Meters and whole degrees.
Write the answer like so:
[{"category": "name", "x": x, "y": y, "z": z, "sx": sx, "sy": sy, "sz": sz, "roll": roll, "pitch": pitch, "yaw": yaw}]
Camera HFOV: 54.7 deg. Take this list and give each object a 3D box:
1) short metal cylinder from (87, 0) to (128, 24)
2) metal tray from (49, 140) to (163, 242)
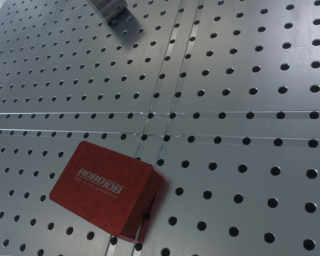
[{"category": "short metal cylinder", "x": -0.106, "y": -0.243, "z": 0.578, "sx": 0.050, "sy": 0.080, "sz": 0.080, "roll": -41, "pitch": 51, "yaw": 0}, {"category": "metal tray", "x": -0.071, "y": 0.075, "z": 0.397, "sx": 0.130, "sy": 0.030, "sz": 0.090, "roll": 15, "pitch": 69, "yaw": 34}]
